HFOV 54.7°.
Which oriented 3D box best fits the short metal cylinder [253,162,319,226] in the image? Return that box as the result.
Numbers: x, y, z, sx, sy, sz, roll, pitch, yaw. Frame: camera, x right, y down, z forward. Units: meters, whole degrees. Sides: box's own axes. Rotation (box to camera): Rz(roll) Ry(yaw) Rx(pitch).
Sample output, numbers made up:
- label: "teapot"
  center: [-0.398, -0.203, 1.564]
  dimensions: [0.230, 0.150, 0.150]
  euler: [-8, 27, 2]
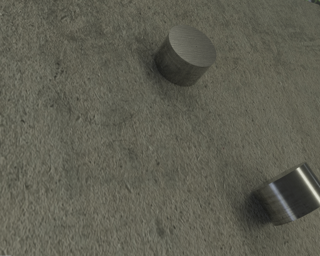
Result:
- label: "short metal cylinder"
  center: [0.171, 0.086, 0.408]
  dimensions: [0.081, 0.080, 0.050]
  euler: [-19, 72, -35]

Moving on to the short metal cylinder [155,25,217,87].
- label: "short metal cylinder"
  center: [0.039, -0.111, 0.476]
  dimensions: [0.081, 0.050, 0.080]
  euler: [14, 56, -21]
